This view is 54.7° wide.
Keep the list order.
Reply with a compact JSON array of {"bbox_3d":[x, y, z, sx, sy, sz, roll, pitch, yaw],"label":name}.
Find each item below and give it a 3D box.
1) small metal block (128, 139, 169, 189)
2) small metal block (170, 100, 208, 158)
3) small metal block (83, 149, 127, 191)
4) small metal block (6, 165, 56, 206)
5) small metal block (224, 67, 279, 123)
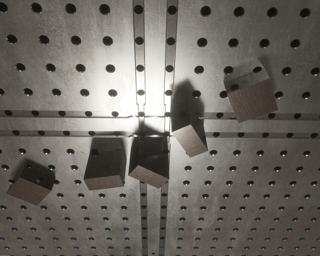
[{"bbox_3d":[-0.015,0.051,0.439,0.050,0.050,0.025,28,125,-22],"label":"small metal block"},{"bbox_3d":[0.037,0.001,0.397,0.025,0.050,0.050,-24,127,18],"label":"small metal block"},{"bbox_3d":[-0.077,0.060,0.445,0.050,0.050,0.025,-8,130,6],"label":"small metal block"},{"bbox_3d":[-0.202,0.091,0.486,0.050,0.025,0.050,32,123,-25],"label":"small metal block"},{"bbox_3d":[0.112,-0.039,0.380,0.050,0.025,0.050,-20,128,15],"label":"small metal block"}]
